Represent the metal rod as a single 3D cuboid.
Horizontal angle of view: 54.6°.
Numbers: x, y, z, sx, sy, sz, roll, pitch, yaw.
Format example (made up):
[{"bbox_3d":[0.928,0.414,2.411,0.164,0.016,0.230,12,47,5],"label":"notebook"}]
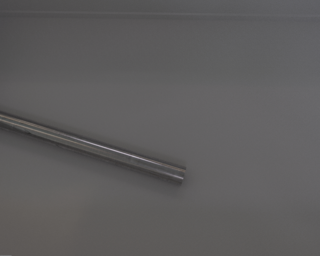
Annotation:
[{"bbox_3d":[-0.114,0.018,0.402,0.301,0.025,0.025,17,71,6],"label":"metal rod"}]
